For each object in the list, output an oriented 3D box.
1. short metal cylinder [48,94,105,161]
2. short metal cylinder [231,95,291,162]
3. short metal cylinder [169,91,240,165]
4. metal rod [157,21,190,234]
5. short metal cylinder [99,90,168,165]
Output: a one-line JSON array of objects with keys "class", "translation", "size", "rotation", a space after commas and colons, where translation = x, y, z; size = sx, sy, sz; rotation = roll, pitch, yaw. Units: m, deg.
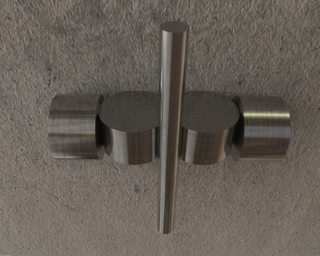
[{"class": "short metal cylinder", "translation": [-0.095, -0.001, 0.371], "size": [0.050, 0.080, 0.079], "rotation": [1, 130, -1]}, {"class": "short metal cylinder", "translation": [0.116, 0.001, 0.375], "size": [0.050, 0.080, 0.079], "rotation": [1, 130, -1]}, {"class": "short metal cylinder", "translation": [0.050, -0.002, 0.371], "size": [0.081, 0.080, 0.050], "rotation": [1, 130, -1]}, {"class": "metal rod", "translation": [0.010, 0.029, 0.353], "size": [0.025, 0.025, 0.298], "rotation": [0, 130, -1]}, {"class": "short metal cylinder", "translation": [-0.030, -0.002, 0.371], "size": [0.081, 0.080, 0.050], "rotation": [1, 130, -1]}]
